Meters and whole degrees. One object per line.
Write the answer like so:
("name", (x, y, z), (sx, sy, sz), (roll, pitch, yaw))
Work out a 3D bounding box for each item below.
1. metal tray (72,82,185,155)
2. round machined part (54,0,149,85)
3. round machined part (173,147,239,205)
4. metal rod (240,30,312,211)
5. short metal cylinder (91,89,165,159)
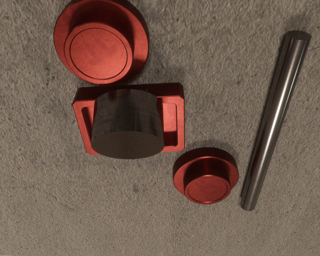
("metal tray", (-0.035, -0.010, 0.395), (0.131, 0.030, 0.089), (-3, 130, 2))
("round machined part", (-0.061, -0.085, 0.323), (0.099, 0.042, 0.097), (-1, 130, 0))
("round machined part", (0.069, 0.078, 0.464), (0.099, 0.042, 0.097), (-1, 130, 0))
("metal rod", (0.147, 0.016, 0.422), (0.025, 0.025, 0.298), (0, 130, 0))
("short metal cylinder", (-0.036, -0.002, 0.354), (0.081, 0.050, 0.080), (-2, 154, -1))
